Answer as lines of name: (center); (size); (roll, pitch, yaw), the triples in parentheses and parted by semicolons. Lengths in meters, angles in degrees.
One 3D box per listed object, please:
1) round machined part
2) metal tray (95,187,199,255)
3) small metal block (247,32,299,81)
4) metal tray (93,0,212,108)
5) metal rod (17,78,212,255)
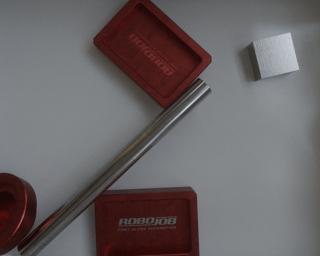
round machined part: (-0.196, 0.109, 0.386); (0.098, 0.042, 0.098); (-7, 61, 14)
metal tray: (-0.017, 0.127, 0.408); (0.131, 0.030, 0.089); (-2, 90, -1)
small metal block: (0.150, -0.094, 0.413); (0.050, 0.025, 0.050); (-14, 90, -1)
metal tray: (-0.009, -0.099, 0.408); (0.130, 0.030, 0.090); (43, 90, -1)
metal rod: (-0.054, 0.049, 0.382); (0.300, 0.025, 0.025); (-43, 91, -2)
